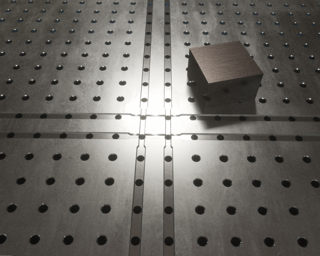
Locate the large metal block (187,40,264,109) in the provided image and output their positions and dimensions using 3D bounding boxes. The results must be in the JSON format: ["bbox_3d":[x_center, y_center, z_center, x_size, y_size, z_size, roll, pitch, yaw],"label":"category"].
[{"bbox_3d":[0.093,-0.081,0.460,0.081,0.050,0.080,-11,51,-10],"label":"large metal block"}]
